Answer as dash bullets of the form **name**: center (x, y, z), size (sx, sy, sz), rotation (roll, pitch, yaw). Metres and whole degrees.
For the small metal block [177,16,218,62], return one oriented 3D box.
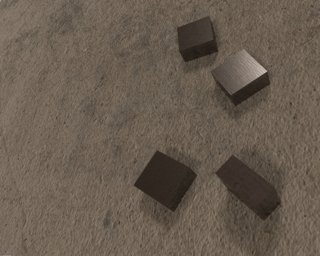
- **small metal block**: center (0.055, -0.130, 0.454), size (0.050, 0.025, 0.050), rotation (-15, 56, 19)

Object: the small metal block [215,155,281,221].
- **small metal block**: center (0.087, 0.059, 0.305), size (0.025, 0.050, 0.050), rotation (-46, 51, -4)

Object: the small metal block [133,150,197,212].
- **small metal block**: center (0.006, 0.061, 0.362), size (0.050, 0.025, 0.050), rotation (25, 75, 36)

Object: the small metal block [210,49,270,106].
- **small metal block**: center (0.100, -0.064, 0.390), size (0.050, 0.025, 0.050), rotation (-34, 52, 5)
